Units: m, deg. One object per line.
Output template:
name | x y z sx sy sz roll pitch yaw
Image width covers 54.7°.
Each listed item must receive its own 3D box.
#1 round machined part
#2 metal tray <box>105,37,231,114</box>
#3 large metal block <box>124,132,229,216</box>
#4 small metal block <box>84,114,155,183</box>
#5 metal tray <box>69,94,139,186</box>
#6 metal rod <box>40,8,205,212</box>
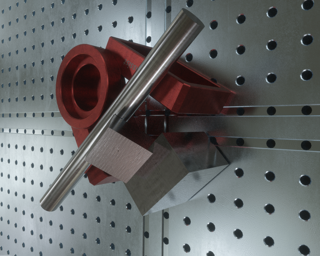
round machined part | -0.079 -0.048 0.371 0.098 0.042 0.097 0 90 39
metal tray | 0.006 -0.061 0.359 0.130 0.091 0.030 38 114 33
large metal block | 0.017 0.049 0.353 0.080 0.081 0.050 -49 62 29
small metal block | -0.041 0.022 0.318 0.050 0.050 0.025 -50 16 28
metal tray | -0.070 0.007 0.422 0.030 0.091 0.130 -36 68 34
metal rod | -0.059 0.002 0.338 0.299 0.025 0.025 -48 62 29
